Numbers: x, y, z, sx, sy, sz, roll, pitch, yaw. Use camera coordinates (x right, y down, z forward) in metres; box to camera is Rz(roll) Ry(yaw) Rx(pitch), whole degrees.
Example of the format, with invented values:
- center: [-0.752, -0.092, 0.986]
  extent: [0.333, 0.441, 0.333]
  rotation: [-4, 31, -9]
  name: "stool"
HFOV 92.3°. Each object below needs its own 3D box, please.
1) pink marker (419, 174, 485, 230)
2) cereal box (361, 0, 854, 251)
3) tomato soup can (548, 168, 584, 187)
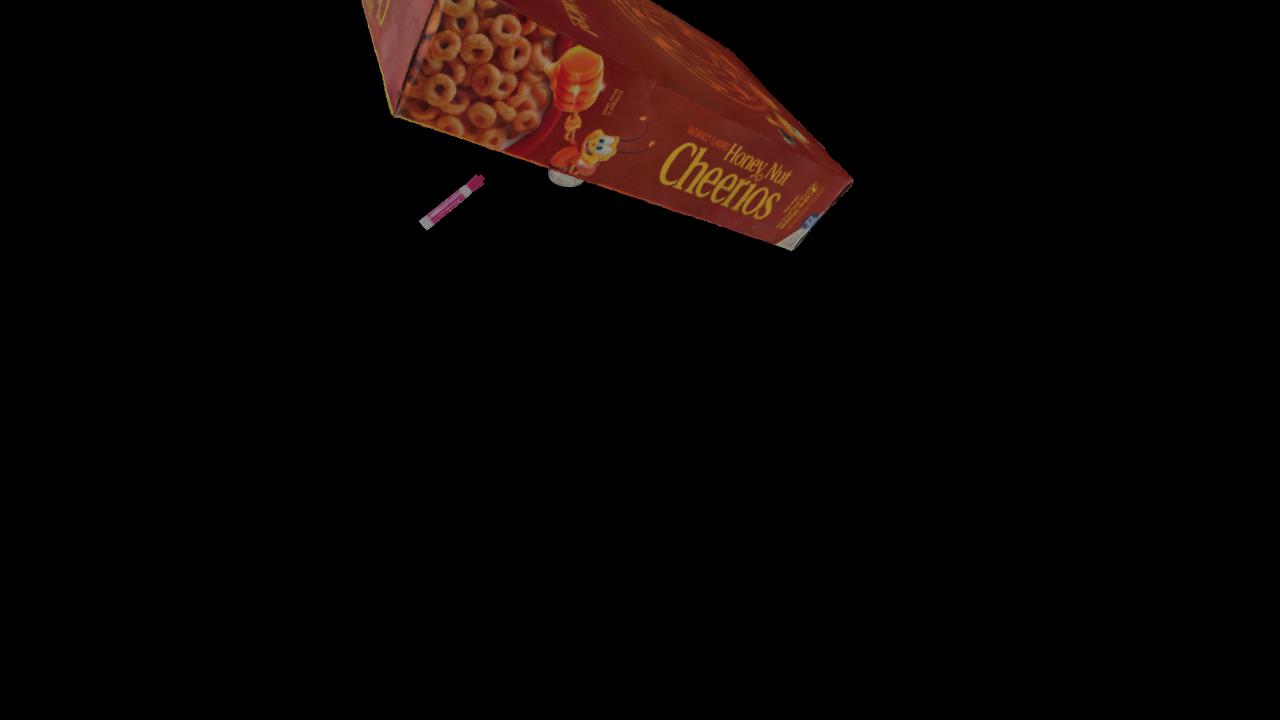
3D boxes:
- center: [-0.291, -0.247, 0.956]
  extent: [0.121, 0.020, 0.020]
  rotation: [-40, 2, -2]
  name: "pink marker"
- center: [-0.016, -0.190, 0.410]
  extent: [0.306, 0.203, 0.081]
  rotation: [7, -45, -40]
  name: "cereal box"
- center: [-0.128, -0.366, 1.087]
  extent: [0.068, 0.101, 0.068]
  rotation: [-1, -18, 0]
  name: "tomato soup can"
